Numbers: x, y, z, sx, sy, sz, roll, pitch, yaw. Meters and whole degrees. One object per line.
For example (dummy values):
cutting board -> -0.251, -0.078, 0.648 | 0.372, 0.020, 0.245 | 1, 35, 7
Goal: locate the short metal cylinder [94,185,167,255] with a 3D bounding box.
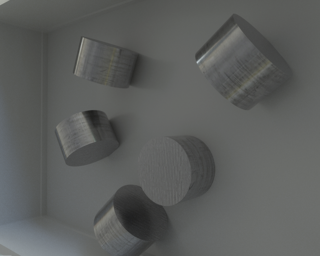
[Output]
short metal cylinder -> -0.038, 0.121, 0.402 | 0.050, 0.081, 0.080 | -49, 61, 29

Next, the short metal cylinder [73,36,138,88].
short metal cylinder -> -0.076, -0.092, 0.434 | 0.080, 0.081, 0.050 | 28, 108, 36

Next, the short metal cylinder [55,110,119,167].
short metal cylinder -> -0.108, 0.016, 0.461 | 0.080, 0.081, 0.050 | -39, 66, 33

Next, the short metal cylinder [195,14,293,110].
short metal cylinder -> 0.082, -0.064, 0.304 | 0.050, 0.081, 0.080 | -44, 64, 31

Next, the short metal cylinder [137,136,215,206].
short metal cylinder -> 0.019, 0.049, 0.375 | 0.080, 0.050, 0.080 | 0, 90, 40
